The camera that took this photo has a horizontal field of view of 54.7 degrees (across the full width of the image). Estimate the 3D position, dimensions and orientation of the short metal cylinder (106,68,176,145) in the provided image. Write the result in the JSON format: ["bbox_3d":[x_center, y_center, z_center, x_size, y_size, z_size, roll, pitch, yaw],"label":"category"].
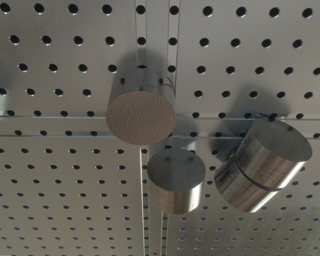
[{"bbox_3d":[-0.022,-0.025,0.373,0.081,0.050,0.079,0,130,0],"label":"short metal cylinder"}]

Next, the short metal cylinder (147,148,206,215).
[{"bbox_3d":[0.022,0.074,0.439,0.081,0.080,0.050,0,130,-1],"label":"short metal cylinder"}]

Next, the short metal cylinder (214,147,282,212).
[{"bbox_3d":[0.124,0.071,0.437,0.080,0.080,0.050,19,128,-16],"label":"short metal cylinder"}]

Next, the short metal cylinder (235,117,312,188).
[{"bbox_3d":[0.146,0.031,0.403,0.081,0.080,0.050,12,129,-10],"label":"short metal cylinder"}]
